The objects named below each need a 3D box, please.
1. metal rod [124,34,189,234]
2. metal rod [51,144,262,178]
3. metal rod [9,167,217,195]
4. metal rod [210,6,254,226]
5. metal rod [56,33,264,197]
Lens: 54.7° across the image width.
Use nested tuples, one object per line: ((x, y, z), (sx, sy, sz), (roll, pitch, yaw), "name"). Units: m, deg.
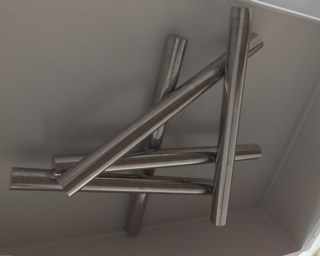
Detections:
((-0.011, 0.026, 0.420), (0.025, 0.025, 0.298), (-1, 119, -29), "metal rod")
((0.017, 0.039, 0.410), (0.303, 0.025, 0.025), (-1, 119, -29), "metal rod")
((-0.030, 0.074, 0.407), (0.302, 0.025, 0.025), (8, 114, -29), "metal rod")
((0.089, 0.003, 0.401), (0.025, 0.025, 0.298), (-11, 117, -23), "metal rod")
((0.013, -0.027, 0.365), (0.301, 0.025, 0.025), (-38, 130, -17), "metal rod")
